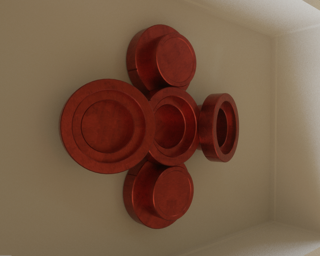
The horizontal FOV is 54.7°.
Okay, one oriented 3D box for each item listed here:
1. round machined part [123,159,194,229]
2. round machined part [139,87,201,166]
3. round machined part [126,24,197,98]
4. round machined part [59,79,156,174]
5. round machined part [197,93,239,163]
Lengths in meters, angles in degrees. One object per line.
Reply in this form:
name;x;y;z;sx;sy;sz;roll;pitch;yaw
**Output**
round machined part;0.005;0.080;0.398;0.099;0.042;0.097;0;90;-40
round machined part;0.005;-0.002;0.396;0.099;0.042;0.097;0;90;-40
round machined part;0.009;-0.085;0.400;0.099;0.042;0.097;0;90;-40
round machined part;-0.058;-0.002;0.334;0.099;0.042;0.097;0;90;-23
round machined part;0.077;0.000;0.447;0.099;0.042;0.097;-1;91;-56
